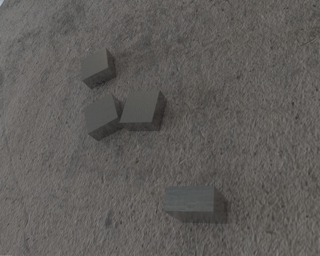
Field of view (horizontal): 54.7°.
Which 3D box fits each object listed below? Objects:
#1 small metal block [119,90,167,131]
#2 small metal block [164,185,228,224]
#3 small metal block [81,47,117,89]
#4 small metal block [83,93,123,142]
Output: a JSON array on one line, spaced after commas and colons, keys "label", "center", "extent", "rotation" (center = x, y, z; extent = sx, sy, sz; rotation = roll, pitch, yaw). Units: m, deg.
[{"label": "small metal block", "center": [-0.022, -0.023, 0.430], "extent": [0.050, 0.025, 0.050], "rotation": [-1, 61, 28]}, {"label": "small metal block", "center": [0.038, 0.080, 0.319], "extent": [0.050, 0.050, 0.025], "rotation": [-6, 59, 25]}, {"label": "small metal block", "center": [-0.104, -0.100, 0.520], "extent": [0.050, 0.025, 0.050], "rotation": [-23, 53, 14]}, {"label": "small metal block", "center": [-0.081, -0.016, 0.457], "extent": [0.050, 0.025, 0.050], "rotation": [-28, 52, 10]}]
